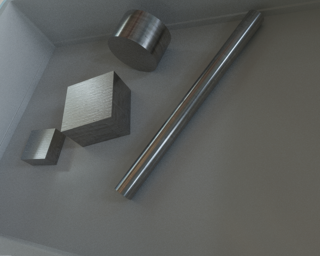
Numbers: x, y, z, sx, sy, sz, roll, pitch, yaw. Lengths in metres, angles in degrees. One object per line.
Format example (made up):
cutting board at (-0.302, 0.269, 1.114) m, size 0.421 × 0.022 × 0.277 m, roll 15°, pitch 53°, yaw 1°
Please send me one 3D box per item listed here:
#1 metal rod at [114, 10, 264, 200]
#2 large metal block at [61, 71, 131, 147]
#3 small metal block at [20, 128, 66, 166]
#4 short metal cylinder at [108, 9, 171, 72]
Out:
metal rod at (0.044, -0.037, 0.404) m, size 0.025 × 0.025 × 0.300 m, roll 30°, pitch 78°, yaw 37°
large metal block at (-0.090, -0.027, 0.452) m, size 0.080 × 0.050 × 0.080 m, roll -15°, pitch 56°, yaw 19°
small metal block at (-0.180, 0.030, 0.479) m, size 0.050 × 0.025 × 0.050 m, roll -4°, pitch 60°, yaw 25°
short metal cylinder at (-0.030, -0.129, 0.464) m, size 0.080 × 0.080 × 0.050 m, roll 15°, pitch 69°, yaw 33°
